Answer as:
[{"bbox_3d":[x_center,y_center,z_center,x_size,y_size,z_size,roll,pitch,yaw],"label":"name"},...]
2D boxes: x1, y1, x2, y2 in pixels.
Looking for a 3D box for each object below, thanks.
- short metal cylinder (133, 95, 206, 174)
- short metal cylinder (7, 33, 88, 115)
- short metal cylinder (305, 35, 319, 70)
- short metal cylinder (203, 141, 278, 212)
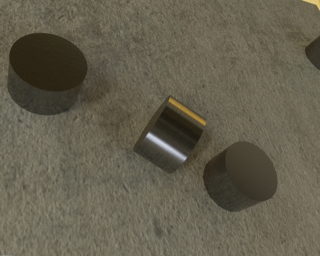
[{"bbox_3d":[0.011,0.007,0.371,0.050,0.080,0.080,34,51,-7],"label":"short metal cylinder"},{"bbox_3d":[-0.130,-0.061,0.356,0.081,0.050,0.080,14,56,-21],"label":"short metal cylinder"},{"bbox_3d":[0.380,-0.173,0.702,0.081,0.050,0.080,14,56,-21],"label":"short metal cylinder"},{"bbox_3d":[0.105,0.064,0.407,0.081,0.050,0.080,14,56,-21],"label":"short metal cylinder"}]
